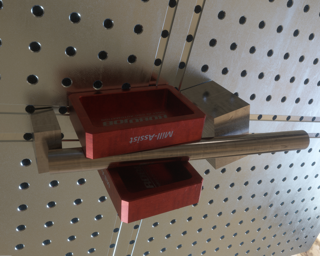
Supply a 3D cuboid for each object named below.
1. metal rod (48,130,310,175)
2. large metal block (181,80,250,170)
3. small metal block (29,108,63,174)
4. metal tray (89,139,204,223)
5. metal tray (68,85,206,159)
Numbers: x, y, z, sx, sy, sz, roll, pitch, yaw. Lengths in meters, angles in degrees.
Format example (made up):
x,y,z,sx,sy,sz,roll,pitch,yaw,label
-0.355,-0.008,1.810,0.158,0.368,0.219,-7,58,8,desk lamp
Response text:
x,y,z,sx,sy,sz,roll,pitch,yaw,label
0.035,0.024,0.349,0.302,0.025,0.025,-4,121,-16,metal rod
0.072,-0.006,0.412,0.050,0.080,0.079,-21,127,-17,large metal block
-0.124,0.013,0.336,0.025,0.050,0.050,-8,122,-25,small metal block
-0.022,0.043,0.360,0.091,0.130,0.030,-9,123,-24,metal tray
-0.027,-0.013,0.347,0.131,0.090,0.030,-9,123,-24,metal tray
